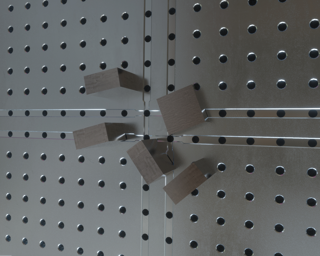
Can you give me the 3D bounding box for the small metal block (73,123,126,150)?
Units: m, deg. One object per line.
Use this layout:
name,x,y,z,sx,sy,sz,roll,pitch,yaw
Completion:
small metal block,-0.083,0.011,0.429,0.050,0.050,0.025,-15,85,19

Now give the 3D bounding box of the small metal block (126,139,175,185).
small metal block,-0.010,0.042,0.403,0.025,0.050,0.050,-37,78,16

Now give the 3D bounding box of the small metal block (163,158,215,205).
small metal block,0.037,0.065,0.386,0.050,0.050,0.025,-42,77,15

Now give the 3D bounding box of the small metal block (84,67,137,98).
small metal block,-0.067,-0.060,0.423,0.050,0.050,0.025,-11,87,20

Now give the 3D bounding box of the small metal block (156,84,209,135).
small metal block,0.030,-0.023,0.402,0.050,0.025,0.050,-21,83,18
